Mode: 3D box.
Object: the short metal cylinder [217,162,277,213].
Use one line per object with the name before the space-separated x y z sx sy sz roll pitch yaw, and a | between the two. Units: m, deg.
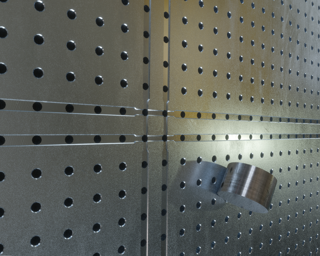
short metal cylinder | 0.138 0.095 0.493 0.080 0.080 0.050 39 66 -34
